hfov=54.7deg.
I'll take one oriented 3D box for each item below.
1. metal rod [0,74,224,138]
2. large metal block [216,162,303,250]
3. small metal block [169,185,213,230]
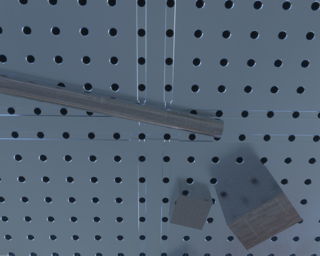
[{"bbox_3d":[-0.066,-0.028,0.401,0.302,0.025,0.025,11,110,-5],"label":"metal rod"},{"bbox_3d":[0.131,0.104,0.424,0.080,0.080,0.050,-34,107,11],"label":"large metal block"},{"bbox_3d":[0.044,0.118,0.458,0.050,0.025,0.050,15,109,-6],"label":"small metal block"}]
